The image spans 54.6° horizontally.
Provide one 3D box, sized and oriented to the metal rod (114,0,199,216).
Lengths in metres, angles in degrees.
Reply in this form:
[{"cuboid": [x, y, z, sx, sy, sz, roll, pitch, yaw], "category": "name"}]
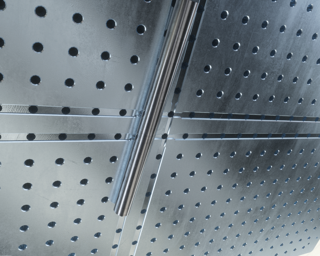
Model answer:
[{"cuboid": [-0.012, -0.010, 0.397, 0.025, 0.025, 0.298, 4, 116, -30], "category": "metal rod"}]
